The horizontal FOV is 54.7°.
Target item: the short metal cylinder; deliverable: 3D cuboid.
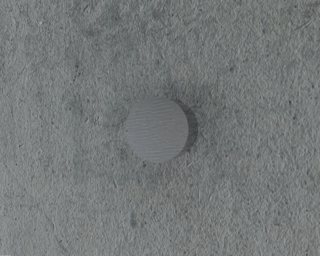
[{"bbox_3d":[0.004,0.002,0.395,0.080,0.050,0.079,0,90,19],"label":"short metal cylinder"}]
